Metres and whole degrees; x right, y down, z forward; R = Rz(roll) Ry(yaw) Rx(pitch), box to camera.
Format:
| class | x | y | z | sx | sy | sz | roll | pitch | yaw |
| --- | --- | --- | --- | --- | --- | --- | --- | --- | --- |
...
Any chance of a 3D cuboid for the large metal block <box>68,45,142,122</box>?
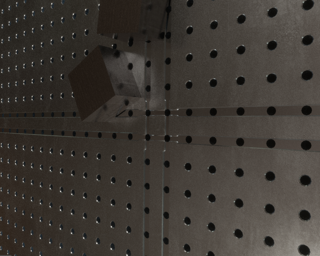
| class | x | y | z | sx | sy | sz | roll | pitch | yaw |
| --- | --- | --- | --- | --- | --- | --- | --- | --- | --- |
| large metal block | -0.084 | -0.062 | 0.460 | 0.080 | 0.050 | 0.080 | -32 | 71 | 35 |

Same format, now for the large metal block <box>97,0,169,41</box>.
| class | x | y | z | sx | sy | sz | roll | pitch | yaw |
| --- | --- | --- | --- | --- | --- | --- | --- | --- | --- |
| large metal block | -0.036 | -0.164 | 0.421 | 0.080 | 0.050 | 0.079 | 12 | 98 | 39 |
